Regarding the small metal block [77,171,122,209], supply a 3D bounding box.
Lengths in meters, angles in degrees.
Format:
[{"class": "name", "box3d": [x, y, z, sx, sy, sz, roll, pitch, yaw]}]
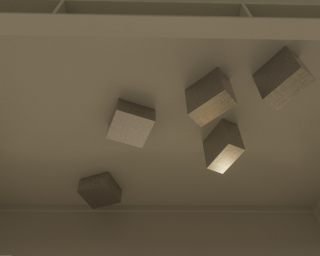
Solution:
[{"class": "small metal block", "box3d": [-0.095, 0.100, 0.493, 0.050, 0.025, 0.050, -16, 129, 13]}]

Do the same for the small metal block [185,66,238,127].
[{"class": "small metal block", "box3d": [0.058, -0.037, 0.362, 0.050, 0.050, 0.025, -34, 123, 25]}]

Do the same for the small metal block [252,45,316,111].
[{"class": "small metal block", "box3d": [0.136, -0.056, 0.347, 0.025, 0.050, 0.050, 31, 124, -24]}]

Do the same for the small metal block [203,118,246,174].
[{"class": "small metal block", "box3d": [0.084, 0.024, 0.415, 0.025, 0.050, 0.050, 21, 127, -17]}]

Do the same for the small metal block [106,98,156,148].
[{"class": "small metal block", "box3d": [-0.038, -0.006, 0.404, 0.050, 0.025, 0.050, 17, 128, -14]}]
